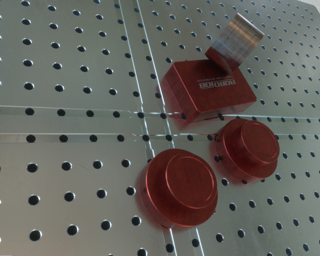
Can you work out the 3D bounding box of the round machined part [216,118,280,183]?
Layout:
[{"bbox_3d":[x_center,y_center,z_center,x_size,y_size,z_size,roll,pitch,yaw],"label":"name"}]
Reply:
[{"bbox_3d":[0.135,0.028,0.456,0.099,0.042,0.098,14,56,-21],"label":"round machined part"}]

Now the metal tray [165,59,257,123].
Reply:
[{"bbox_3d":[0.083,-0.064,0.491,0.131,0.030,0.090,-13,68,-34],"label":"metal tray"}]

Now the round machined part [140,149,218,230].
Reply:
[{"bbox_3d":[0.029,0.069,0.373,0.099,0.042,0.098,14,56,-21],"label":"round machined part"}]

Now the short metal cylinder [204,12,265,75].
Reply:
[{"bbox_3d":[0.113,-0.129,0.475,0.050,0.080,0.080,39,51,-2],"label":"short metal cylinder"}]
